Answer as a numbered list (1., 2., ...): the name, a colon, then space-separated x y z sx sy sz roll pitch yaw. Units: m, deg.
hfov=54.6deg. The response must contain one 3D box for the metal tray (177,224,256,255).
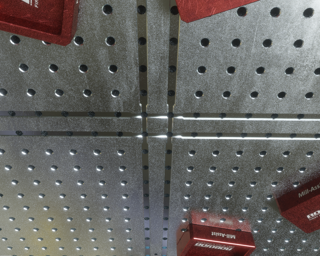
1. metal tray: 0.107 0.233 0.607 0.131 0.030 0.089 11 129 -10

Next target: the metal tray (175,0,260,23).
1. metal tray: 0.044 -0.168 0.266 0.090 0.030 0.130 -14 129 12

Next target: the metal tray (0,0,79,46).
1. metal tray: -0.118 -0.148 0.280 0.091 0.030 0.129 12 129 -11

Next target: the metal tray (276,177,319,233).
1. metal tray: 0.275 0.121 0.513 0.090 0.030 0.130 36 121 -27
